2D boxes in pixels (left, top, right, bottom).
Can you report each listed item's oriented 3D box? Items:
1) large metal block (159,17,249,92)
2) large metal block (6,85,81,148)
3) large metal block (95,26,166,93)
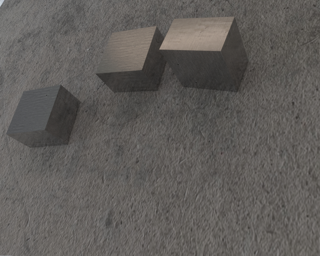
[{"bbox_3d":[0.059,-0.092,0.394,0.080,0.080,0.050,11,67,32],"label":"large metal block"},{"bbox_3d":[-0.184,-0.017,0.495,0.080,0.050,0.080,-5,59,25],"label":"large metal block"},{"bbox_3d":[-0.039,-0.102,0.471,0.080,0.050,0.080,1,62,29],"label":"large metal block"}]
